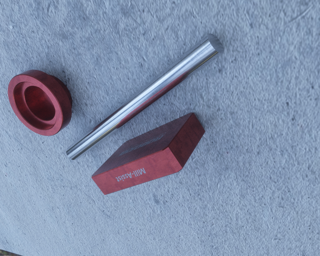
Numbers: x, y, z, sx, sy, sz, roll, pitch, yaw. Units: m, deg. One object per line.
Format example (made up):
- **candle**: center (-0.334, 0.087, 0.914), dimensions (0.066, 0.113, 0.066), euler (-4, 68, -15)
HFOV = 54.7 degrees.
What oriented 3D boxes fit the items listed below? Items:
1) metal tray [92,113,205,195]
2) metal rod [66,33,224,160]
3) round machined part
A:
- **metal tray**: center (-0.015, 0.033, 0.391), dimensions (0.130, 0.090, 0.030), euler (-24, 106, 36)
- **metal rod**: center (-0.041, -0.023, 0.412), dimensions (0.299, 0.025, 0.025), euler (-33, 100, 38)
- **round machined part**: center (-0.171, -0.040, 0.458), dimensions (0.098, 0.042, 0.097), euler (13, 124, 20)
